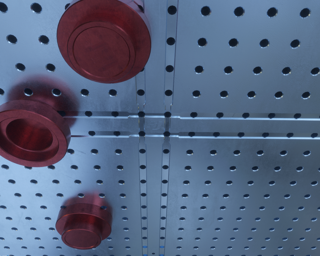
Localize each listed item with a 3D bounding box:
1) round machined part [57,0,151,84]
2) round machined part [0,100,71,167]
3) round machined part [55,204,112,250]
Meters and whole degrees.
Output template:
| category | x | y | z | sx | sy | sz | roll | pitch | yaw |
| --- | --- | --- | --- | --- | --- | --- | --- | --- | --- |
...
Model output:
| category | x | y | z | sx | sy | sz | roll | pitch | yaw |
| --- | --- | --- | --- | --- | --- | --- | --- | --- | --- |
| round machined part | -0.058 | -0.087 | 0.325 | 0.099 | 0.042 | 0.097 | -1 | 130 | 0 |
| round machined part | -0.165 | 0.003 | 0.400 | 0.099 | 0.042 | 0.097 | -1 | 130 | 0 |
| round machined part | -0.137 | 0.181 | 0.553 | 0.099 | 0.042 | 0.097 | -1 | 130 | -1 |
